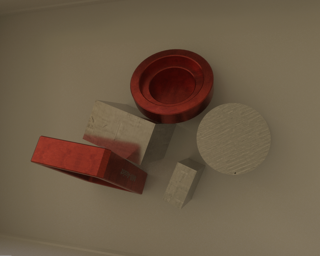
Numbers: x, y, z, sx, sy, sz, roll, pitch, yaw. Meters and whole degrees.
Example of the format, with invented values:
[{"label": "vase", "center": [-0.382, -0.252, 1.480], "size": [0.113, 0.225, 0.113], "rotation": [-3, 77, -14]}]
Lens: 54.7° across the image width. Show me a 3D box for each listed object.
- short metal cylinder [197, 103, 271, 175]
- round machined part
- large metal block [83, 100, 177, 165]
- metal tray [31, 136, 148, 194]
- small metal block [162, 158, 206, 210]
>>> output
[{"label": "short metal cylinder", "center": [0.088, 0.012, 0.366], "size": [0.080, 0.050, 0.079], "rotation": [0, 90, 19]}, {"label": "round machined part", "center": [0.016, -0.046, 0.380], "size": [0.098, 0.042, 0.098], "rotation": [-5, 59, 8]}, {"label": "large metal block", "center": [-0.035, 0.004, 0.393], "size": [0.080, 0.080, 0.050], "rotation": [22, 98, 18]}, {"label": "metal tray", "center": [-0.079, 0.049, 0.380], "size": [0.090, 0.130, 0.030], "rotation": [9, 74, 19]}, {"label": "small metal block", "center": [0.031, 0.067, 0.386], "size": [0.025, 0.050, 0.050], "rotation": [24, 98, 18]}]
